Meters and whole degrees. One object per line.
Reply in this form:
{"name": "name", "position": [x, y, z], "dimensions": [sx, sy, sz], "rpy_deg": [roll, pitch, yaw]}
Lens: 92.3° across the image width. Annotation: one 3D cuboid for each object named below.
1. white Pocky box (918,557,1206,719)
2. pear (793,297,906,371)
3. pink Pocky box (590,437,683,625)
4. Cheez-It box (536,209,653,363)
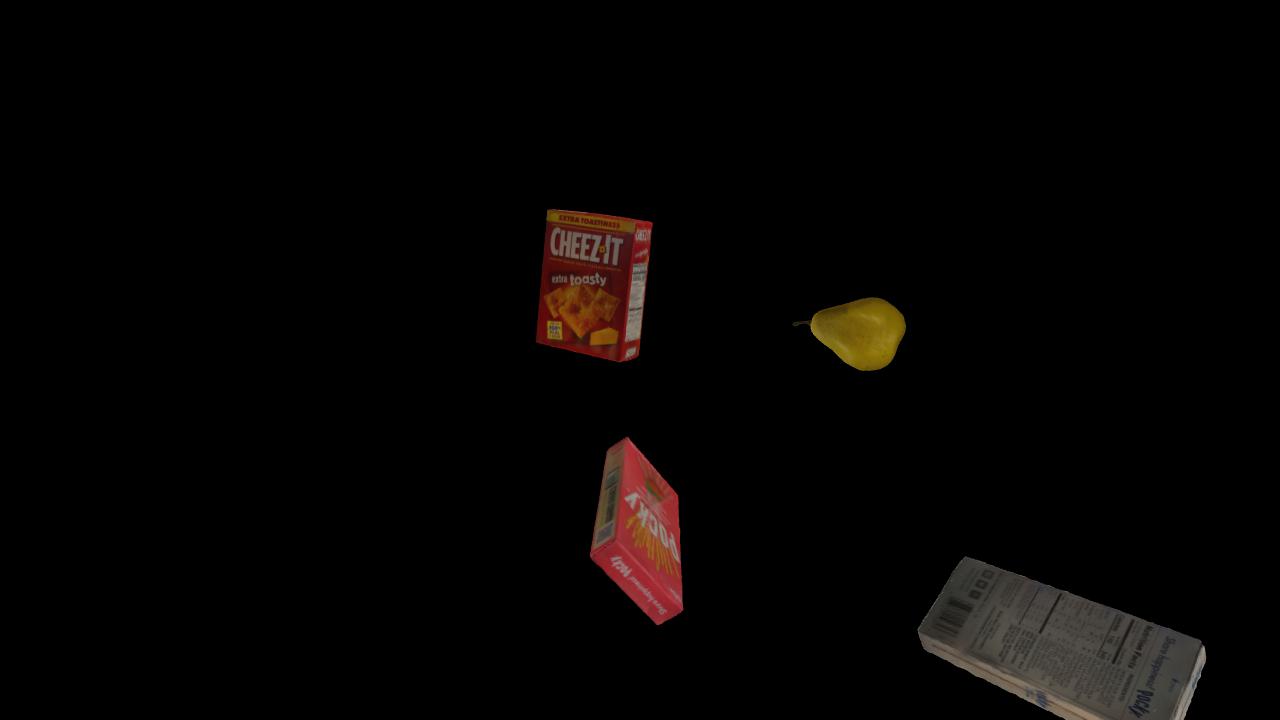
{"name": "white Pocky box", "position": [0.292, 0.204, 0.440], "dimensions": [0.084, 0.028, 0.154], "rpy_deg": [-40, 27, -26]}
{"name": "pear", "position": [0.228, -0.037, 0.673], "dimensions": [0.111, 0.080, 0.080], "rpy_deg": [23, 7, 16]}
{"name": "pink Pocky box", "position": [0.001, 0.138, 0.524], "dimensions": [0.029, 0.084, 0.155], "rpy_deg": [-35, 16, 15]}
{"name": "Cheez-It box", "position": [-0.075, -0.122, 0.991], "dimensions": [0.166, 0.223, 0.071], "rpy_deg": [13, 15, 24]}
